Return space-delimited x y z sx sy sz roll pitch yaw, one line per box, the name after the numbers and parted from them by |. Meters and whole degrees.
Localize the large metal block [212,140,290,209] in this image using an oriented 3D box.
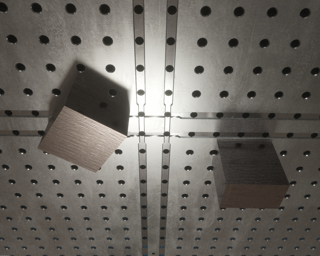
0.121 0.064 0.432 0.081 0.080 0.050 2 130 -2 | large metal block

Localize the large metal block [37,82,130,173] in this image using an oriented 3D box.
-0.095 0.002 0.395 0.080 0.050 0.080 28 125 -22 | large metal block
